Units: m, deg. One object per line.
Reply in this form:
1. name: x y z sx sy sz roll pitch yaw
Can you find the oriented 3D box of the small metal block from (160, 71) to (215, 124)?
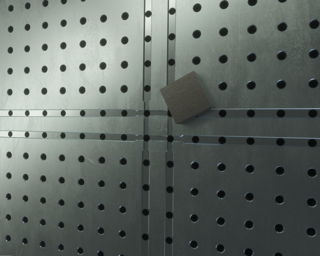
1. small metal block: 0.035 -0.038 0.400 0.050 0.025 0.050 -27 81 18
